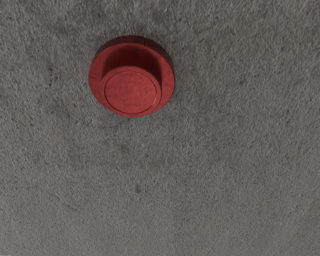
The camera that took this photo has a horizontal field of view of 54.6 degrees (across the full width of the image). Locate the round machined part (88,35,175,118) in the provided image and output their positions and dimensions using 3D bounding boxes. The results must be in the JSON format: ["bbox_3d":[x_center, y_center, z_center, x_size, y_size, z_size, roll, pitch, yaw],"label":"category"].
[{"bbox_3d":[-0.032,-0.051,0.352,0.099,0.042,0.097,0,130,0],"label":"round machined part"}]
